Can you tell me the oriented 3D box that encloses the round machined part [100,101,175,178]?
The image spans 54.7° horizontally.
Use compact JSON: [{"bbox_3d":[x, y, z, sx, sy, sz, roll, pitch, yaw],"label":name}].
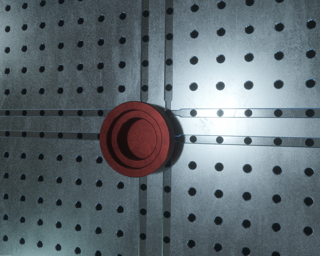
[{"bbox_3d":[-0.027,0.014,0.412,0.098,0.042,0.097,0,90,19],"label":"round machined part"}]
